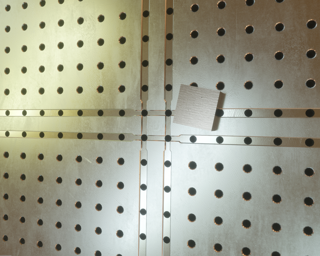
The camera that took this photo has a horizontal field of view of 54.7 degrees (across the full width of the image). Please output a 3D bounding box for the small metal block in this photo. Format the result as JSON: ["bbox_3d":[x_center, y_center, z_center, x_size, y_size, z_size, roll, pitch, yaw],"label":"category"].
[{"bbox_3d":[0.049,-0.026,0.395,0.050,0.025,0.050,13,94,19],"label":"small metal block"}]
